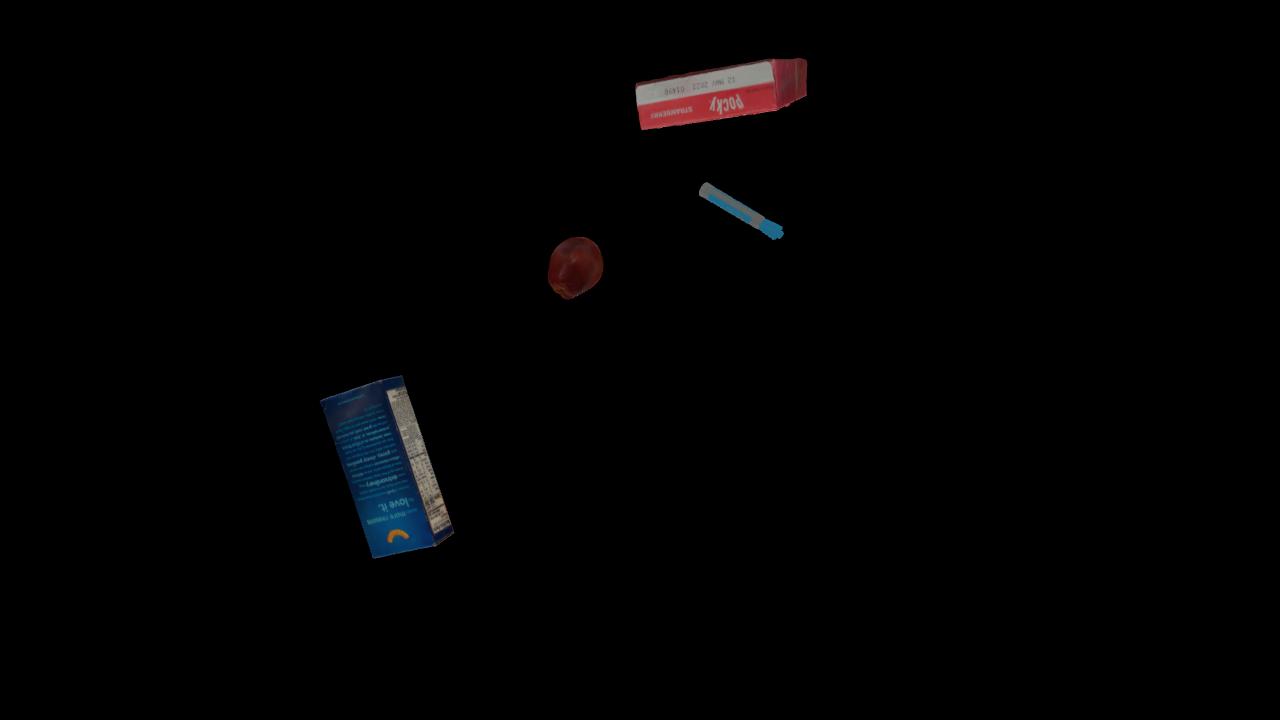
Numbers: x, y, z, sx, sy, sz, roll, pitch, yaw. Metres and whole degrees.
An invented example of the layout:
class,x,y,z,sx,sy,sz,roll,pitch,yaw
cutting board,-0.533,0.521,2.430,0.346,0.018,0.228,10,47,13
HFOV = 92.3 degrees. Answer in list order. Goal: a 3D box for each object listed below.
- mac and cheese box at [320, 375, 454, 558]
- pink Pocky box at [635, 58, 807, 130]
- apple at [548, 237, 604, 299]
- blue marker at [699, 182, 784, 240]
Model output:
class,x,y,z,sx,sy,sz,roll,pitch,yaw
mac and cheese box,-0.276,0.117,0.671,0.093,0.184,0.041,-17,2,20
pink Pocky box,0.062,-0.181,0.413,0.084,0.029,0.155,0,25,21
apple,-0.094,-0.137,0.901,0.079,0.093,0.079,28,-22,12
blue marker,0.126,-0.184,0.763,0.121,0.020,0.020,37,14,19
